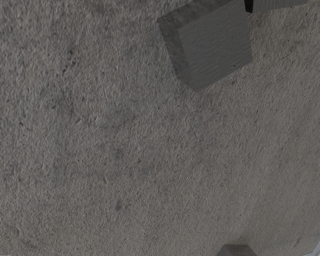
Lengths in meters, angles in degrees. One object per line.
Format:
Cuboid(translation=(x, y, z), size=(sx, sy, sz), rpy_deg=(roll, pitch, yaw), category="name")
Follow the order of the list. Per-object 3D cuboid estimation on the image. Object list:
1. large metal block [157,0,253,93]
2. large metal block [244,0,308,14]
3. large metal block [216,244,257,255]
Cuboid(translation=(0.054, -0.101, 0.357), size=(0.080, 0.050, 0.080), rpy_deg=(-30, 129, -9), category="large metal block")
Cuboid(translation=(0.124, -0.180, 0.347), size=(0.081, 0.050, 0.079), rpy_deg=(-17, 125, -19), category="large metal block")
Cuboid(translation=(0.158, 0.298, 0.661), size=(0.081, 0.050, 0.080), rpy_deg=(17, 109, -35), category="large metal block")
